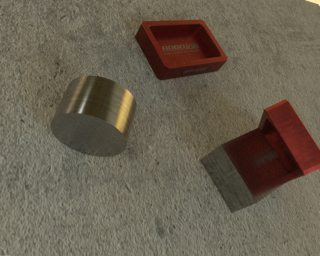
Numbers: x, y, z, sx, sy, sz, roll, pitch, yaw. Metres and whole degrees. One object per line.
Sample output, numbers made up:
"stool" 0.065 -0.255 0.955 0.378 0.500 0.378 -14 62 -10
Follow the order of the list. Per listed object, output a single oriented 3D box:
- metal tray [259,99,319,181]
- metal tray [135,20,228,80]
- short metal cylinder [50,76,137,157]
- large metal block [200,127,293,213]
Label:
"metal tray" 0.172 0.023 0.423 0.030 0.130 0.090 -27 72 6
"metal tray" 0.036 -0.129 0.498 0.131 0.030 0.090 -15 70 -34
"short metal cylinder" -0.070 -0.011 0.337 0.080 0.080 0.050 22 54 -15
"large metal block" 0.116 0.055 0.416 0.081 0.050 0.080 -19 72 -35
